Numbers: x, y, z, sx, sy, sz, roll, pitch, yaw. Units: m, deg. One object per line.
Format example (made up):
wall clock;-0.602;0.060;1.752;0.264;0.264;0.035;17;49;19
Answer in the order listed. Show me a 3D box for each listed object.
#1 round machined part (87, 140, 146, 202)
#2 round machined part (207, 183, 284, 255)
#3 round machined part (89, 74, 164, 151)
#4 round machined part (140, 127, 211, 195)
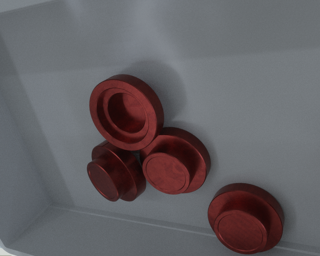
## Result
round machined part;-0.070;0.069;0.458;0.098;0.042;0.097;28;136;31
round machined part;0.110;0.126;0.409;0.098;0.042;0.097;11;116;23
round machined part;-0.039;-0.023;0.400;0.098;0.042;0.097;13;122;22
round machined part;0.015;0.051;0.420;0.098;0.042;0.097;13;124;20
